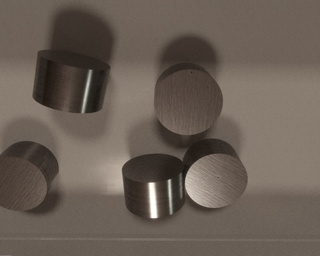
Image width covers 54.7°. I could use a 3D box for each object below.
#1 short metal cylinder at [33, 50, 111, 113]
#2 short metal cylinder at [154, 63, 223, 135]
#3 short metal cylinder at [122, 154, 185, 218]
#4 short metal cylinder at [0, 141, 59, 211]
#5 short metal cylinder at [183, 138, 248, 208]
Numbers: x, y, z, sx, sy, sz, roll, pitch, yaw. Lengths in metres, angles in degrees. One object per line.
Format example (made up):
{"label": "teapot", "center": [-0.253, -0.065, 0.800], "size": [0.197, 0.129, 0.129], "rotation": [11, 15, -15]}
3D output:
{"label": "short metal cylinder", "center": [-0.102, -0.055, 0.360], "size": [0.081, 0.080, 0.050], "rotation": [14, 110, -5]}
{"label": "short metal cylinder", "center": [0.033, -0.037, 0.385], "size": [0.081, 0.050, 0.079], "rotation": [0, 110, -1]}
{"label": "short metal cylinder", "center": [-0.008, 0.073, 0.409], "size": [0.081, 0.080, 0.050], "rotation": [-3, 110, 1]}
{"label": "short metal cylinder", "center": [-0.185, 0.064, 0.419], "size": [0.081, 0.050, 0.079], "rotation": [0, 110, -1]}
{"label": "short metal cylinder", "center": [0.072, 0.060, 0.421], "size": [0.081, 0.050, 0.079], "rotation": [0, 110, -1]}
